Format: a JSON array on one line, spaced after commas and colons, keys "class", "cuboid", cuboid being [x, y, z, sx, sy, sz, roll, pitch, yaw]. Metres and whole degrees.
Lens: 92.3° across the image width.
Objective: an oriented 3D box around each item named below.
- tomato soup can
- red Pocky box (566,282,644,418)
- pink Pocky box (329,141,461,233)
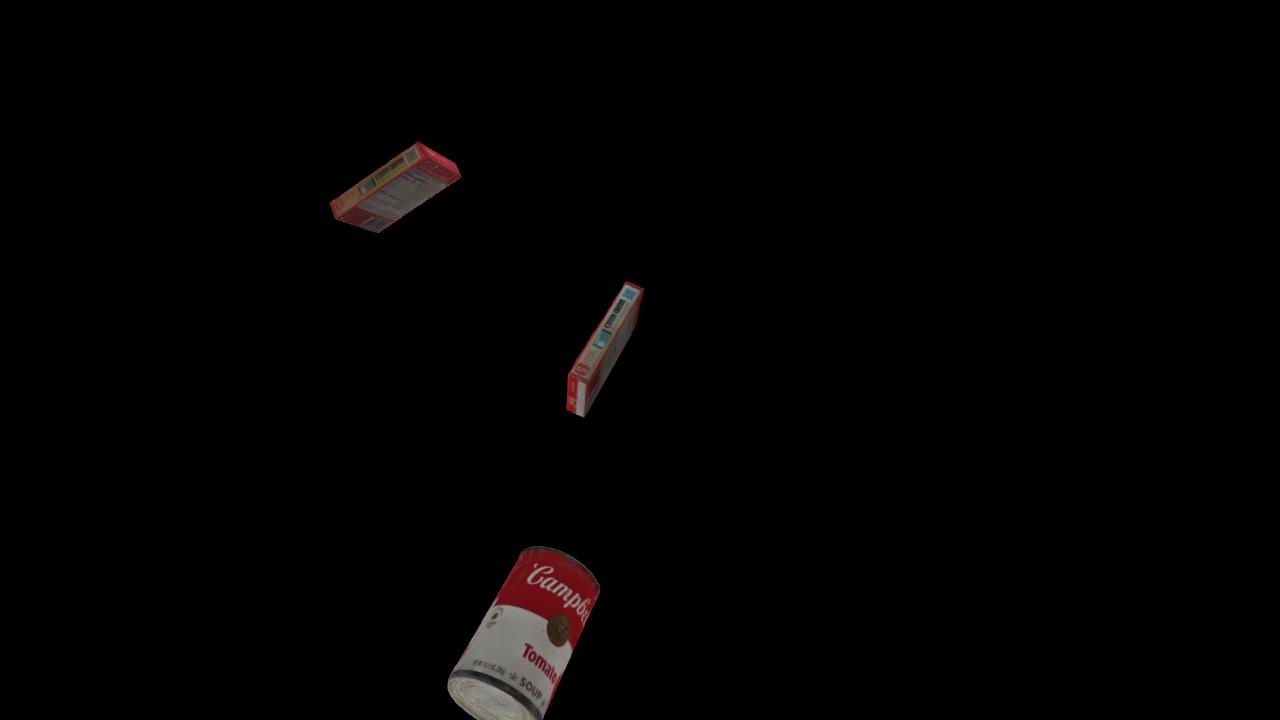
[{"class": "tomato soup can", "cuboid": [-0.078, 0.191, 0.426, 0.068, 0.068, 0.101, 0, 35, 24]}, {"class": "red Pocky box", "cuboid": [-0.042, -0.013, 0.733, 0.028, 0.155, 0.083, 24, -34, 8]}, {"class": "pink Pocky box", "cuboid": [-0.326, -0.228, 0.825, 0.155, 0.029, 0.084, -28, -8, 14]}]
